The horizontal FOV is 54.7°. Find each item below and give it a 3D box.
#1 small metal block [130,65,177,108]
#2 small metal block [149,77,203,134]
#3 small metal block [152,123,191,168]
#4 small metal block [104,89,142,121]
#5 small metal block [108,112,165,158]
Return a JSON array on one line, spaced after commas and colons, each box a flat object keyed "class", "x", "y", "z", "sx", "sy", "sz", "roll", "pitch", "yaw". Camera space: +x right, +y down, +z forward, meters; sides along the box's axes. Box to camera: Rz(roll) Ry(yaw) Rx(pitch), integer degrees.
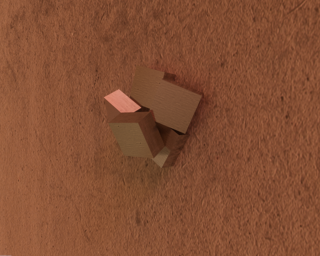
[{"class": "small metal block", "x": -0.010, "y": -0.053, "z": 0.414, "sx": 0.050, "sy": 0.025, "sz": 0.050, "roll": 22, "pitch": 104, "yaw": 37}, {"class": "small metal block", "x": 0.018, "y": -0.028, "z": 0.375, "sx": 0.050, "sy": 0.025, "sz": 0.050, "roll": 23, "pitch": 107, "yaw": 2}, {"class": "small metal block", "x": 0.004, "y": 0.016, "z": 0.402, "sx": 0.050, "sy": 0.025, "sz": 0.050, "roll": 40, "pitch": 114, "yaw": 32}, {"class": "small metal block", "x": -0.050, "y": -0.017, "z": 0.430, "sx": 0.050, "sy": 0.025, "sz": 0.050, "roll": 40, "pitch": 150, "yaw": 31}, {"class": "small metal block", "x": -0.028, "y": 0.008, "z": 0.381, "sx": 0.050, "sy": 0.025, "sz": 0.050, "roll": 0, "pitch": 123, "yaw": 39}]
